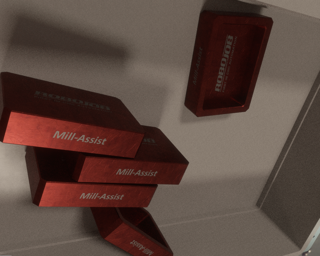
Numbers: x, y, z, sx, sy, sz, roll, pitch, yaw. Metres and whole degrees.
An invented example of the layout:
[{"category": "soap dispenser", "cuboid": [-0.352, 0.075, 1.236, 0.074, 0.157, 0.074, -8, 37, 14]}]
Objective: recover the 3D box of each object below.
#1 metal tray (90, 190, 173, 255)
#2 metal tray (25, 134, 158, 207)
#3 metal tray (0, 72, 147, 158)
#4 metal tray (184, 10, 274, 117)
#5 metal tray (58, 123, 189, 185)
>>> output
[{"category": "metal tray", "cuboid": [-0.042, 0.131, 0.426, 0.030, 0.090, 0.130, -41, 130, 0]}, {"category": "metal tray", "cuboid": [-0.078, 0.049, 0.355, 0.131, 0.090, 0.030, 10, 113, -33]}, {"category": "metal tray", "cuboid": [-0.089, -0.012, 0.310, 0.131, 0.090, 0.030, 11, 113, -33]}, {"category": "metal tray", "cuboid": [0.087, -0.081, 0.404, 0.091, 0.030, 0.129, -7, 122, -25]}, {"category": "metal tray", "cuboid": [-0.043, 0.026, 0.360, 0.131, 0.090, 0.030, 8, 114, -32]}]
